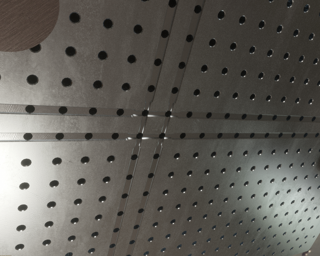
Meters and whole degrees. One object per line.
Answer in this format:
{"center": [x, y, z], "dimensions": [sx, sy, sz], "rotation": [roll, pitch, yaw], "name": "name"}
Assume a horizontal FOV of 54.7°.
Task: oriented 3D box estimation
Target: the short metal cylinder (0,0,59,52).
{"center": [-0.130, -0.110, 0.257], "dimensions": [0.081, 0.050, 0.079], "rotation": [-14, 125, -21], "name": "short metal cylinder"}
